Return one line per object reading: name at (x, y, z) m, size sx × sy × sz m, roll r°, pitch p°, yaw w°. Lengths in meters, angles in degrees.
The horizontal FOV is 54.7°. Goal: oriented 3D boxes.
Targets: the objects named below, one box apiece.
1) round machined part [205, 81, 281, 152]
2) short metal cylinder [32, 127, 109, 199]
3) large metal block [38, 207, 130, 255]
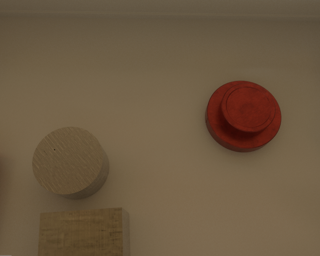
round machined part at (0.112, -0.020, 0.409) m, size 0.099 × 0.042 × 0.098 m, roll 0°, pitch 70°, yaw -1°
short metal cylinder at (-0.106, 0.044, 0.379) m, size 0.081 × 0.050 × 0.080 m, roll 0°, pitch 70°, yaw 0°
large metal block at (-0.077, 0.118, 0.336) m, size 0.081 × 0.080 × 0.050 m, roll -4°, pitch 70°, yaw -2°
